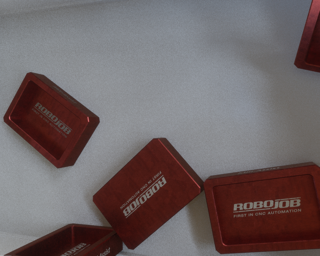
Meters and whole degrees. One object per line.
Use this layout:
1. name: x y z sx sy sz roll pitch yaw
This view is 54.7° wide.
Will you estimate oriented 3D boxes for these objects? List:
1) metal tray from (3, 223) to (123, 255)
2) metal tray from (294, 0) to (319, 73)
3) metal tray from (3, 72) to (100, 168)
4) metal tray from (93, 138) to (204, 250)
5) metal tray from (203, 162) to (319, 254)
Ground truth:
1. metal tray: -0.116 0.159 0.396 0.090 0.130 0.030 -1 90 20
2. metal tray: 0.188 -0.102 0.290 0.090 0.130 0.030 17 62 20
3. metal tray: -0.165 -0.013 0.465 0.130 0.030 0.090 36 101 16
4. metal tray: -0.017 0.086 0.414 0.130 0.030 0.090 -44 77 14
5. metal tray: 0.124 0.094 0.363 0.130 0.030 0.090 -12 86 19
